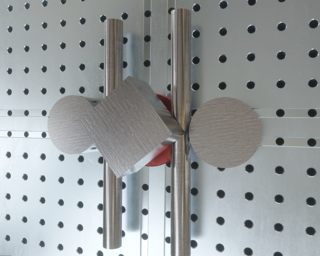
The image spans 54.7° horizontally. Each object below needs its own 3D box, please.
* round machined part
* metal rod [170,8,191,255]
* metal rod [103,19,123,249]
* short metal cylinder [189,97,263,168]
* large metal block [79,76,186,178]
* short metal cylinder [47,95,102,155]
[{"bbox_3d":[-0.014,0.003,0.409,0.098,0.042,0.097,0,90,20],"label":"round machined part"},{"bbox_3d":[0.026,0.007,0.381,0.025,0.025,0.298,0,90,20],"label":"metal rod"},{"bbox_3d":[-0.062,0.008,0.412,0.025,0.025,0.298,0,90,20],"label":"metal rod"},{"bbox_3d":[0.080,0.005,0.370,0.080,0.050,0.080,0,90,20],"label":"short metal cylinder"},{"bbox_3d":[-0.031,-0.001,0.360,0.080,0.050,0.080,-40,78,15],"label":"large metal block"},{"bbox_3d":[-0.109,-0.004,0.438,0.080,0.050,0.080,0,90,20],"label":"short metal cylinder"}]
